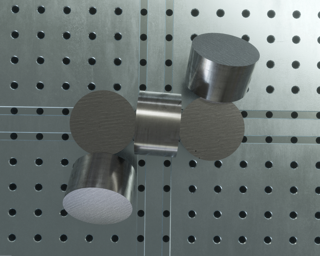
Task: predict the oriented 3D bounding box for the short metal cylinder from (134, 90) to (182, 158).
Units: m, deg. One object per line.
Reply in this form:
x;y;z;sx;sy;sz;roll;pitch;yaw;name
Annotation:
-0.003;-0.005;0.386;0.050;0.080;0.079;5;90;0;short metal cylinder

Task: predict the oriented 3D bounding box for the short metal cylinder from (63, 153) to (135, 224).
-0.072;0.075;0.379;0.081;0.050;0.079;0;134;1;short metal cylinder

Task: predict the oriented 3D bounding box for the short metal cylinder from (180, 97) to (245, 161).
0.063;0.000;0.401;0.081;0.050;0.079;0;90;-1;short metal cylinder

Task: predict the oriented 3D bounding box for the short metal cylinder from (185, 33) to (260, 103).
0.074;-0.075;0.380;0.081;0.080;0.050;9;132;-1;short metal cylinder

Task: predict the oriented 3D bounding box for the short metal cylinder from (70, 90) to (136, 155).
-0.069;-0.006;0.399;0.081;0.050;0.079;0;90;-1;short metal cylinder
